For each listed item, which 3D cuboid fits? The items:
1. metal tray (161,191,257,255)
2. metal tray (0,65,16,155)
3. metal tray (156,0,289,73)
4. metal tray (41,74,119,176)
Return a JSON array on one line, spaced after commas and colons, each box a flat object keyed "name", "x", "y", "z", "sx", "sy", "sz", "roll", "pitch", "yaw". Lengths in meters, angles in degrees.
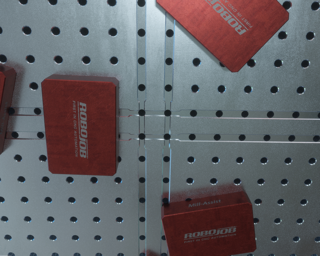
[{"name": "metal tray", "x": 0.073, "y": 0.151, "z": 0.468, "sx": 0.131, "sy": 0.030, "sz": 0.089, "roll": -10, "pitch": 110, "yaw": 3}, {"name": "metal tray", "x": -0.246, "y": -0.025, "z": 0.397, "sx": 0.091, "sy": 0.030, "sz": 0.129, "roll": 17, "pitch": 109, "yaw": -7}, {"name": "metal tray", "x": 0.071, "y": -0.140, "z": 0.360, "sx": 0.130, "sy": 0.030, "sz": 0.090, "roll": 39, "pitch": 105, "yaw": -14}, {"name": "metal tray", "x": -0.101, "y": -0.002, "z": 0.409, "sx": 0.091, "sy": 0.030, "sz": 0.129, "roll": 2, "pitch": 110, "yaw": -2}]
